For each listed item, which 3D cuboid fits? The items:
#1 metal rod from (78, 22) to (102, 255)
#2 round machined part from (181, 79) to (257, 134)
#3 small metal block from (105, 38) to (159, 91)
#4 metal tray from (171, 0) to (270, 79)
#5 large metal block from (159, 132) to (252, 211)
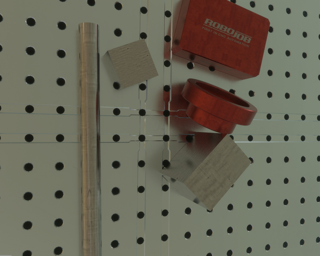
[{"bbox_3d":[-0.086,0.023,0.381,0.025,0.025,0.298,-1,90,-20],"label":"metal rod"},{"bbox_3d":[0.073,-0.026,0.408,0.099,0.098,0.042,17,109,-20],"label":"round machined part"},{"bbox_3d":[-0.037,-0.081,0.400,0.050,0.025,0.050,-24,98,-19],"label":"small metal block"},{"bbox_3d":[0.089,-0.132,0.444,0.131,0.030,0.090,15,85,-20],"label":"metal tray"},{"bbox_3d":[0.057,0.052,0.405,0.080,0.080,0.050,-46,105,-14],"label":"large metal block"}]
